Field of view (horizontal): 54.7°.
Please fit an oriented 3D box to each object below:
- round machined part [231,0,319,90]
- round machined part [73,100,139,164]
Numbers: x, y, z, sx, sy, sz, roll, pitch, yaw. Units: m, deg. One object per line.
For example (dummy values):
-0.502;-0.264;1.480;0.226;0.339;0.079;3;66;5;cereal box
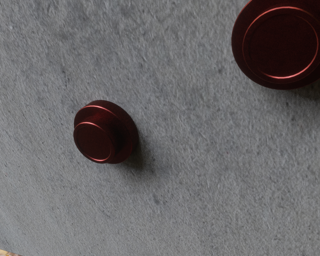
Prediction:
0.115;-0.080;0.286;0.098;0.042;0.097;13;124;20;round machined part
-0.084;0.012;0.446;0.098;0.042;0.097;13;124;20;round machined part
